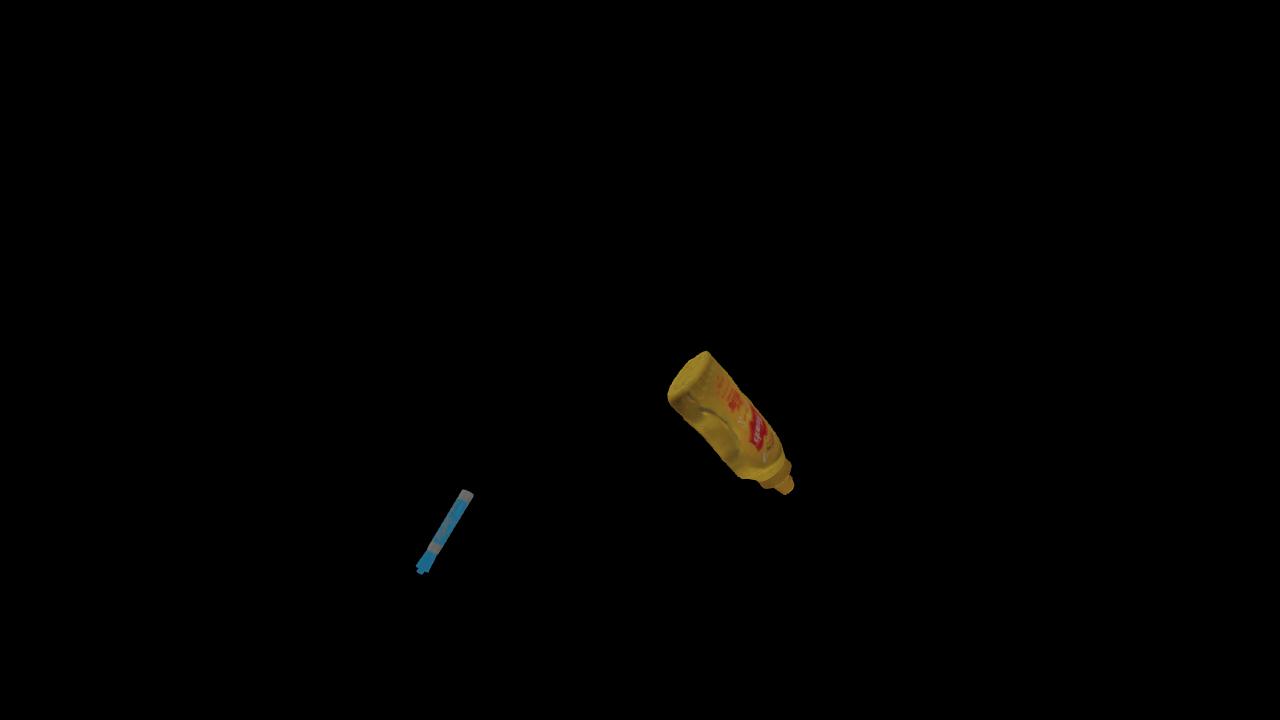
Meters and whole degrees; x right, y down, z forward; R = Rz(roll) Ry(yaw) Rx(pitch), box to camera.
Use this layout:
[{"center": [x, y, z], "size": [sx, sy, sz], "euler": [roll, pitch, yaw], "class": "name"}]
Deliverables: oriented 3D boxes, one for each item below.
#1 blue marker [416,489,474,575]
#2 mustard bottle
[{"center": [-0.265, 0.233, 0.834], "size": [0.020, 0.121, 0.020], "euler": [19, -33, 13], "class": "blue marker"}, {"center": [0.110, 0.081, 0.685], "size": [0.054, 0.184, 0.092], "euler": [-36, 12, 29], "class": "mustard bottle"}]
